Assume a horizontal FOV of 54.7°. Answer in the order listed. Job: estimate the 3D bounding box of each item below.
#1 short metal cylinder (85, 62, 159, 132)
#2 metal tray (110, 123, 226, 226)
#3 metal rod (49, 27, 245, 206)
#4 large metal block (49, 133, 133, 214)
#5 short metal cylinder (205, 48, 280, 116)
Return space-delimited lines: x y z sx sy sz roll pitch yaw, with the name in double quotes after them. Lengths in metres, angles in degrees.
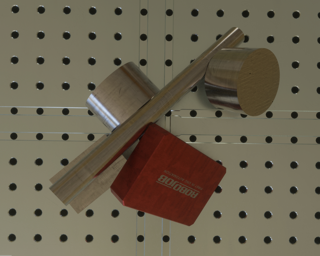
-0.045 -0.036 0.385 0.080 0.080 0.050 -43 91 0 "short metal cylinder"
0.016 0.061 0.371 0.130 0.030 0.090 32 90 -42 "metal tray"
0.001 -0.028 0.360 0.025 0.025 0.301 47 68 0 "metal rod"
-0.076 0.051 0.384 0.080 0.080 0.050 -39 90 0 "large metal block"
0.102 -0.058 0.382 0.081 0.050 0.079 -11 109 -35 "short metal cylinder"
